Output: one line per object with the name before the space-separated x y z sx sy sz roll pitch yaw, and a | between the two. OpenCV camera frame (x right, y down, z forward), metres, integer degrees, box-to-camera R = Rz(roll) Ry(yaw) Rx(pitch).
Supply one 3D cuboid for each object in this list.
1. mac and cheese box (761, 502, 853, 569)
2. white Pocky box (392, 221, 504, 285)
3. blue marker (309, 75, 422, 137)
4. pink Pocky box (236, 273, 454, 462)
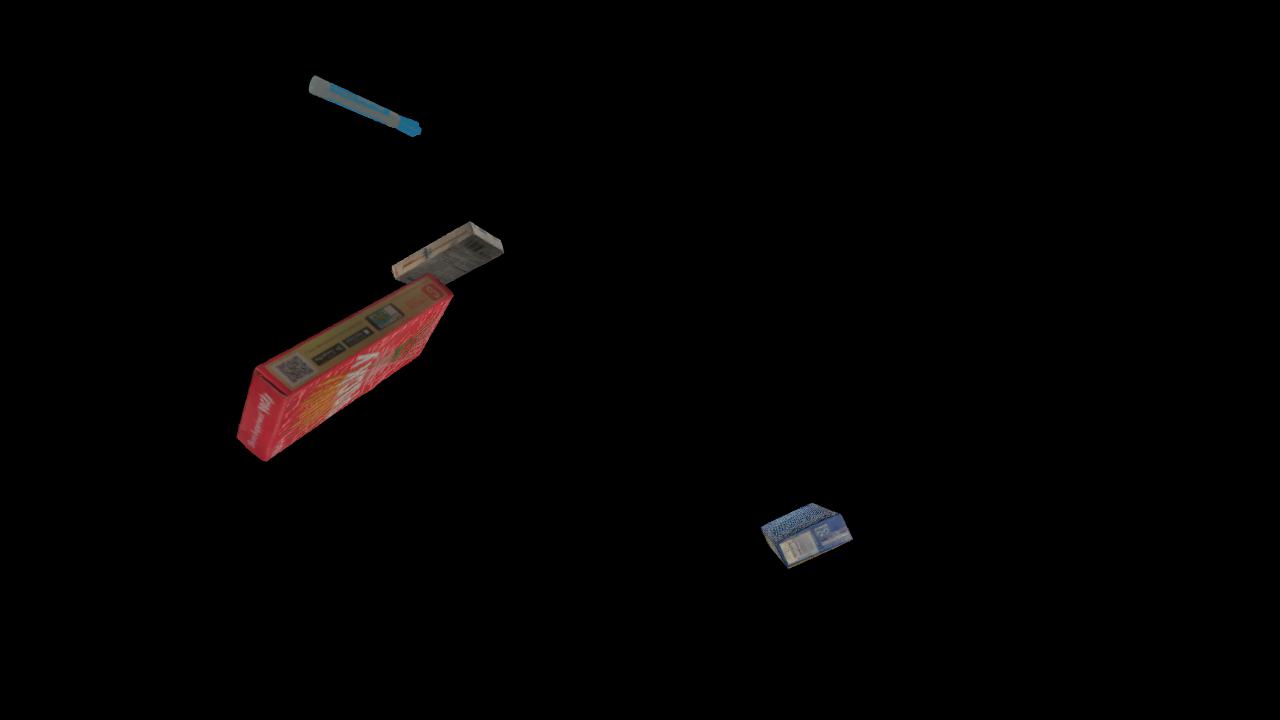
mac and cheese box | 0.225 0.240 0.855 0.093 0.041 0.184 -27 -10 1
white Pocky box | -0.299 -0.157 0.962 0.154 0.028 0.084 -24 -17 15
blue marker | -0.299 -0.277 0.679 0.020 0.020 0.121 0 -8 41
pink Pocky box | -0.204 0.000 0.437 0.084 0.029 0.155 -46 2 38
